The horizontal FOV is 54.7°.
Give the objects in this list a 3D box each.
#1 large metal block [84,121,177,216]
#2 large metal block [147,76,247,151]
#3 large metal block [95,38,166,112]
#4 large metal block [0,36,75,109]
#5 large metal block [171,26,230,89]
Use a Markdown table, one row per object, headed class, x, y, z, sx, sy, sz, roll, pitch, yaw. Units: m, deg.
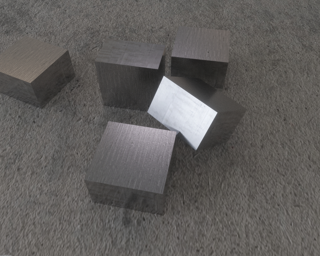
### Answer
| class | x | y | z | sx | sy | sz | roll | pitch | yaw |
| --- | --- | --- | --- | --- | --- | --- | --- | --- | --- |
| large metal block | -0.028 | 0.044 | 0.350 | 0.080 | 0.050 | 0.080 | 9 | 51 | 7 |
| large metal block | 0.047 | -0.021 | 0.382 | 0.080 | 0.050 | 0.081 | 39 | 27 | 28 |
| large metal block | -0.037 | -0.071 | 0.426 | 0.080 | 0.080 | 0.050 | 8 | 51 | 7 |
| large metal block | -0.187 | -0.083 | 0.456 | 0.080 | 0.050 | 0.080 | 21 | 53 | 16 |
| large metal block | 0.063 | -0.111 | 0.480 | 0.080 | 0.050 | 0.080 | 8 | 50 | 6 |
